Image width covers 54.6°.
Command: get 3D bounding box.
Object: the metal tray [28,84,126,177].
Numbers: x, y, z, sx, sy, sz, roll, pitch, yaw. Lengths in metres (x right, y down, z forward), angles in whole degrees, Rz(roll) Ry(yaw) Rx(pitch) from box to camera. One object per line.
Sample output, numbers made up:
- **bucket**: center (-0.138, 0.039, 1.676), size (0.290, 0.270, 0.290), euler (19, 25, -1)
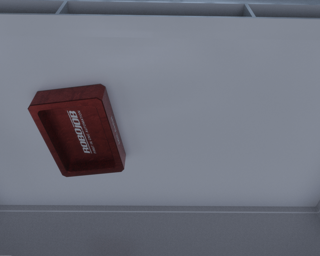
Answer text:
- **metal tray**: center (-0.103, 0.009, 0.411), size (0.090, 0.030, 0.129), euler (-6, 130, 5)
